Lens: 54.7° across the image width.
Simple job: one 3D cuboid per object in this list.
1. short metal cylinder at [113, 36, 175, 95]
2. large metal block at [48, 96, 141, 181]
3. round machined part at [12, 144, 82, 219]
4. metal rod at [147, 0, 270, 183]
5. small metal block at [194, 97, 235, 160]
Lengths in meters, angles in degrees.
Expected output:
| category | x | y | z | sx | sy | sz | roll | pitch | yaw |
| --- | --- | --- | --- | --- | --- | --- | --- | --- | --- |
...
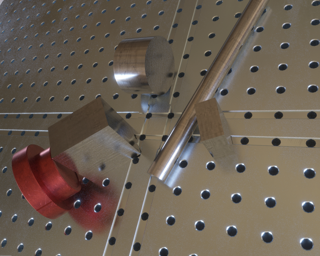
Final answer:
| category | x | y | z | sx | sy | sz | roll | pitch | yaw |
| --- | --- | --- | --- | --- | --- | --- | --- | --- | --- |
| short metal cylinder | -0.020 | -0.087 | 0.436 | 0.050 | 0.080 | 0.080 | 5 | 64 | 30 |
| large metal block | -0.084 | 0.017 | 0.405 | 0.080 | 0.080 | 0.050 | -30 | 52 | 9 |
| round machined part | -0.137 | 0.062 | 0.394 | 0.042 | 0.098 | 0.098 | -31 | 52 | -1 |
| metal rod | 0.071 | -0.064 | 0.409 | 0.025 | 0.025 | 0.300 | 21 | 73 | 35 |
| small metal block | 0.063 | 0.002 | 0.357 | 0.025 | 0.050 | 0.050 | -18 | 55 | 17 |
